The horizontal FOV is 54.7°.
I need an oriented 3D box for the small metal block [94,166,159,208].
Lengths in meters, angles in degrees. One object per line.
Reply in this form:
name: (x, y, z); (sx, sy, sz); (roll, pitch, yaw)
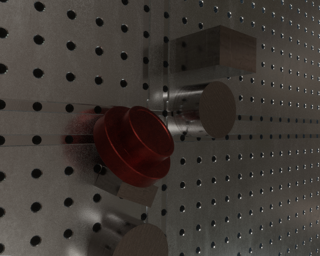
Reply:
small metal block: (-0.039, 0.068, 0.361); (0.050, 0.050, 0.025); (30, 76, -37)

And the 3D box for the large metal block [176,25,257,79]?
large metal block: (0.080, -0.103, 0.442); (0.081, 0.080, 0.050); (2, 89, -40)

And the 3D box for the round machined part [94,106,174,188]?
round machined part: (-0.022, 0.014, 0.349); (0.098, 0.042, 0.098); (37, 30, -25)

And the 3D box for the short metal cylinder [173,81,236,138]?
short metal cylinder: (0.066, -0.026, 0.450); (0.081, 0.050, 0.079); (0, 90, -40)

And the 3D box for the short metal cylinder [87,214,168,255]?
short metal cylinder: (-0.037, 0.147, 0.364); (0.081, 0.050, 0.079); (0, 91, -40)
